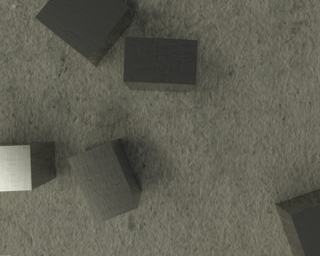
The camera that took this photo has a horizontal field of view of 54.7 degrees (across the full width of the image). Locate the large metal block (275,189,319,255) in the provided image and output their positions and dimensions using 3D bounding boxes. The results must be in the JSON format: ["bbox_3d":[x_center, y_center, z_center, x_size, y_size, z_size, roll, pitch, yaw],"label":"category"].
[{"bbox_3d":[0.209,0.129,0.400,0.080,0.050,0.080,-19,90,-1],"label":"large metal block"}]

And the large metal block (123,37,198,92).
[{"bbox_3d":[0.000,-0.075,0.382,0.081,0.080,0.050,3,90,-1],"label":"large metal block"}]

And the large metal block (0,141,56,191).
[{"bbox_3d":[-0.183,0.045,0.380,0.081,0.080,0.050,-2,90,-1],"label":"large metal block"}]

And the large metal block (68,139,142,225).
[{"bbox_3d":[-0.063,0.061,0.382,0.050,0.080,0.080,-23,90,0],"label":"large metal block"}]

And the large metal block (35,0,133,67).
[{"bbox_3d":[-0.093,-0.139,0.396,0.080,0.050,0.080,39,90,-1],"label":"large metal block"}]
